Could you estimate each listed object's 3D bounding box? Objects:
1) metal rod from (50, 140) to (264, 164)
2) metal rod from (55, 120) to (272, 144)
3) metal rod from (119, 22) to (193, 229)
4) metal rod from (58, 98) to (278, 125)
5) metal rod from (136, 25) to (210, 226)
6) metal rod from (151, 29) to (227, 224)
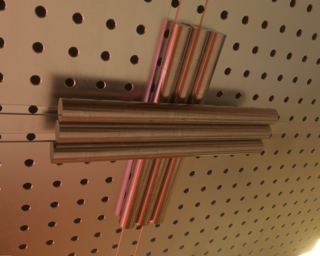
[{"bbox_3d":[0.017,0.026,0.404,0.302,0.025,0.025,0,118,-29],"label":"metal rod"},{"bbox_3d":[0.026,0.004,0.395,0.302,0.025,0.025,0,118,-29],"label":"metal rod"},{"bbox_3d":[-0.013,0.014,0.412,0.025,0.025,0.298,2,118,-29],"label":"metal rod"},{"bbox_3d":[0.032,-0.017,0.385,0.302,0.025,0.025,0,118,-29],"label":"metal rod"},{"bbox_3d":[0.009,0.014,0.424,0.025,0.025,0.298,2,118,-29],"label":"metal rod"},{"bbox_3d":[0.031,0.015,0.437,0.025,0.025,0.298,2,118,-29],"label":"metal rod"}]
